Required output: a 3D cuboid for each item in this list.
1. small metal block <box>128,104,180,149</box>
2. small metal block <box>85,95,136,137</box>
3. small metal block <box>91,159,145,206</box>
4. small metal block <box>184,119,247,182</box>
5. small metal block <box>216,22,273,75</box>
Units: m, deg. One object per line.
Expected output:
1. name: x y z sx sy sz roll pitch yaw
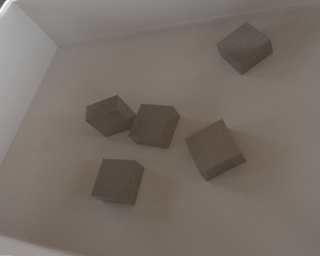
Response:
1. small metal block: -0.007 -0.003 0.412 0.050 0.025 0.050 7 65 31
2. small metal block: -0.068 -0.015 0.435 0.050 0.050 0.025 -18 55 18
3. small metal block: -0.053 0.068 0.392 0.050 0.025 0.050 0 62 28
4. small metal block: 0.063 0.025 0.357 0.050 0.025 0.050 -29 52 9
5. small metal block: 0.112 -0.106 0.412 0.050 0.025 0.050 -36 51 4
